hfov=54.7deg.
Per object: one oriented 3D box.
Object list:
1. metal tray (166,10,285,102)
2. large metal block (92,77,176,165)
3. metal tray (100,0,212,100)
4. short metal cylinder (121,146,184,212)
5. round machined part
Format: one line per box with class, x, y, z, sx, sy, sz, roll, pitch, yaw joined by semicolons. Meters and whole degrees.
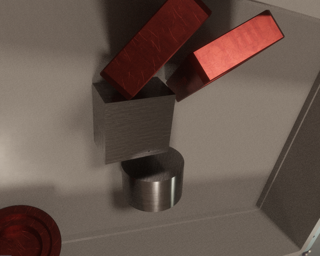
metal tray;0.061;-0.071;0.337;0.090;0.130;0.030;-31;92;-8
large metal block;-0.033;-0.011;0.367;0.081;0.050;0.079;-10;126;-24
metal tray;-0.008;-0.078;0.286;0.030;0.130;0.090;43;98;-13
short metal cylinder;-0.010;0.063;0.409;0.081;0.080;0.050;-13;124;-22
round machined part;-0.171;0.146;0.367;0.099;0.098;0.042;-4;148;-27
